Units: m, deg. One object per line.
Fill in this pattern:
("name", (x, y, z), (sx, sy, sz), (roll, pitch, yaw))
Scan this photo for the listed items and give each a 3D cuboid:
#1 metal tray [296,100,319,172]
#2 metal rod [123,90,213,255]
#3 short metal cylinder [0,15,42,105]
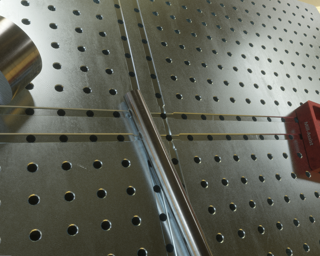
("metal tray", (0.302, 0.020, 0.558), (0.091, 0.030, 0.130), (15, 56, -20))
("metal rod", (0.020, 0.085, 0.368), (0.025, 0.025, 0.299), (-11, 68, -33))
("short metal cylinder", (-0.174, -0.070, 0.323), (0.080, 0.080, 0.050), (33, 51, -8))
